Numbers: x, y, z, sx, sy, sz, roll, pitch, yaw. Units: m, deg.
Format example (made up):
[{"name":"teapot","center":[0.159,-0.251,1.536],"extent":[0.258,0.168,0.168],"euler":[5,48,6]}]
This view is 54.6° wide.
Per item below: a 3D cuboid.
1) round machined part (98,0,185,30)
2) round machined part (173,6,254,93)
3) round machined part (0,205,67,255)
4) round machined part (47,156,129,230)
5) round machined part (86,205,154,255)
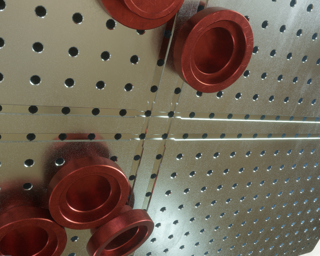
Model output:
[{"name":"round machined part","center":[-0.013,-0.145,0.303],"extent":[0.099,0.042,0.097],"euler":[-14,124,-21]},{"name":"round machined part","center":[0.060,-0.095,0.373],"extent":[0.099,0.042,0.097],"euler":[-14,124,-21]},{"name":"round machined part","center":[-0.171,0.137,0.391],"extent":[0.099,0.042,0.097],"euler":[-14,124,-21]},{"name":"round machined part","center":[-0.092,0.077,0.395],"extent":[0.099,0.042,0.097],"euler":[-13,121,-21]},{"name":"round machined part","center":[-0.061,0.150,0.448],"extent":[0.099,0.042,0.098],"euler":[-26,144,-21]}]
